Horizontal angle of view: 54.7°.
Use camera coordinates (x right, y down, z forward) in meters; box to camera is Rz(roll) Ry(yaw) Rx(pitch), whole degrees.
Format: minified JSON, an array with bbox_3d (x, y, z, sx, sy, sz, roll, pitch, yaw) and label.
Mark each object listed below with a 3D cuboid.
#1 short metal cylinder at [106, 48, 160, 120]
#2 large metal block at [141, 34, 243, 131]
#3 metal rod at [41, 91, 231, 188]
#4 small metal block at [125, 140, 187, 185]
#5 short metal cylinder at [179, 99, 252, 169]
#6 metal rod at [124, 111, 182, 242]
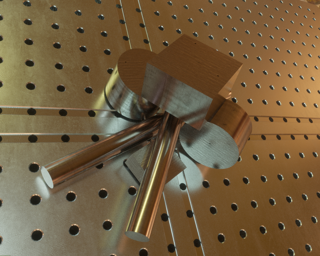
[{"bbox_3d":[-0.025,-0.057,0.409,0.081,0.050,0.080,14,56,-21],"label":"short metal cylinder"},{"bbox_3d":[0.037,-0.056,0.360,0.080,0.050,0.080,32,50,14],"label":"large metal block"},{"bbox_3d":[-0.005,-0.003,0.403,0.302,0.025,0.025,-26,76,-37],"label":"metal rod"},{"bbox_3d":[-0.005,0.045,0.374,0.050,0.025,0.050,-32,80,-38],"label":"small metal block"},{"bbox_3d":[0.072,0.007,0.404,0.080,0.080,0.050,40,52,-1],"label":"short metal cylinder"},{"bbox_3d":[0.016,-0.010,0.386,0.025,0.025,0.300,27,52,-12],"label":"metal rod"}]
